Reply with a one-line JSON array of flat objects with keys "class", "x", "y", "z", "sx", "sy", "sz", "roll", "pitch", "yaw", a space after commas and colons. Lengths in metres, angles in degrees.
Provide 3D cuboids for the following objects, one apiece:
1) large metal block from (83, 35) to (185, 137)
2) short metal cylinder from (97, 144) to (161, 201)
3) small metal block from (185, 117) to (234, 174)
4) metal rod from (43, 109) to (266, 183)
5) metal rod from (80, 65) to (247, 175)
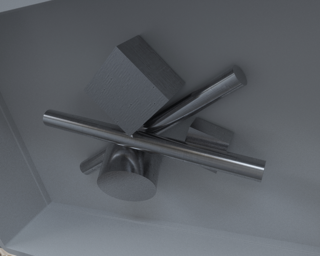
[{"class": "large metal block", "x": -0.031, "y": -0.050, "z": 0.374, "sx": 0.080, "sy": 0.050, "sz": 0.080, "roll": 46, "pitch": 129, "yaw": -4}, {"class": "short metal cylinder", "x": -0.042, "y": 0.060, "z": 0.430, "sx": 0.080, "sy": 0.050, "sz": 0.080, "roll": 5, "pitch": 140, "yaw": 5}, {"class": "small metal block", "x": 0.058, "y": 0.022, "z": 0.387, "sx": 0.050, "sy": 0.025, "sz": 0.050, "roll": 24, "pitch": 127, "yaw": 13}, {"class": "metal rod", "x": -0.023, "y": 0.017, "z": 0.395, "sx": 0.301, "sy": 0.025, "sz": 0.025, "roll": 13, "pitch": 124, "yaw": 20}, {"class": "metal rod", "x": -0.018, "y": 0.005, "z": 0.417, "sx": 0.299, "sy": 0.025, "sz": 0.025, "roll": -31, "pitch": 102, "yaw": 37}]
